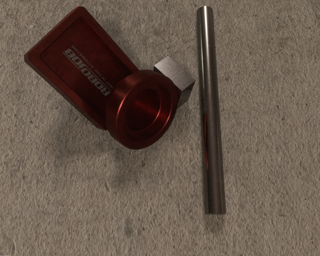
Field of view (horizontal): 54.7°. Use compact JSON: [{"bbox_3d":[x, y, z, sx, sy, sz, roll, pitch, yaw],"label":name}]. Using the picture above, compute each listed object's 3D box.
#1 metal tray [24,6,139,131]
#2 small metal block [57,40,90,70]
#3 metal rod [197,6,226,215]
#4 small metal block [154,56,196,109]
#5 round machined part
[{"bbox_3d":[-0.087,-0.071,0.388,0.130,0.030,0.090,47,72,-28],"label":"metal tray"},{"bbox_3d":[-0.116,-0.098,0.429,0.025,0.050,0.050,-30,73,-11],"label":"small metal block"},{"bbox_3d":[0.068,-0.037,0.422,0.025,0.025,0.299,1,70,0],"label":"metal rod"},{"bbox_3d":[0.016,-0.059,0.415,0.025,0.050,0.050,-40,75,-22],"label":"small metal block"},{"bbox_3d":[-0.027,-0.026,0.384,0.042,0.098,0.098,31,71,37],"label":"round machined part"}]
